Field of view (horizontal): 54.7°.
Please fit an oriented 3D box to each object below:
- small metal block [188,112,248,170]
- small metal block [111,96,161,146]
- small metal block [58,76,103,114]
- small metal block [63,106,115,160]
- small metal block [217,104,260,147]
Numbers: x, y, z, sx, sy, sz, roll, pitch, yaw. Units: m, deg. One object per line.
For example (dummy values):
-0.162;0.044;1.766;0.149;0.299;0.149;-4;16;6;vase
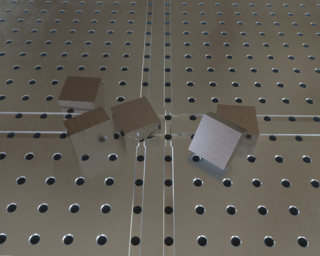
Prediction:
0.070;0.015;0.377;0.050;0.050;0.025;30;22;22;small metal block
-0.033;-0.011;0.416;0.050;0.025;0.050;-20;53;-17;small metal block
-0.112;-0.047;0.446;0.050;0.025;0.050;4;50;2;small metal block
-0.086;0.007;0.385;0.050;0.050;0.025;-24;54;-19;small metal block
0.101;-0.004;0.412;0.050;0.025;0.050;4;50;3;small metal block
